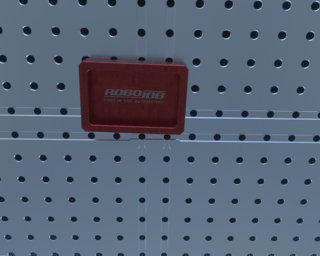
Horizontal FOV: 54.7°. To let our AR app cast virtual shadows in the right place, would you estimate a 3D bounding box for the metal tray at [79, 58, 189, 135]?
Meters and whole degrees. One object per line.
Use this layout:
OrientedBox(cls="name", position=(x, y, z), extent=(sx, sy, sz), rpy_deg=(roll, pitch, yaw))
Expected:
OrientedBox(cls="metal tray", position=(-0.033, -0.040, 0.395), extent=(0.131, 0.030, 0.089), rpy_deg=(2, 110, -2))
